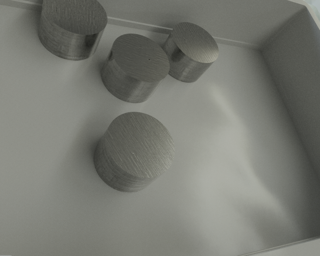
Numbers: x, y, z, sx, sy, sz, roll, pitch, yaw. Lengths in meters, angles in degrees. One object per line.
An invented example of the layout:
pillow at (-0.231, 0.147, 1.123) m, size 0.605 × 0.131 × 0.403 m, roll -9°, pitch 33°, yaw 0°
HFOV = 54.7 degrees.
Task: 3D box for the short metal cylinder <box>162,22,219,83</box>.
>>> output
short metal cylinder at (0.045, -0.119, 0.488) m, size 0.081 × 0.050 × 0.080 m, roll 14°, pitch 56°, yaw -21°

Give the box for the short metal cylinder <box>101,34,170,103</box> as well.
short metal cylinder at (-0.034, -0.081, 0.422) m, size 0.081 × 0.050 × 0.080 m, roll 14°, pitch 56°, yaw -21°

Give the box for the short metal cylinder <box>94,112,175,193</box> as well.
short metal cylinder at (-0.030, 0.028, 0.357) m, size 0.081 × 0.050 × 0.080 m, roll 14°, pitch 56°, yaw -21°

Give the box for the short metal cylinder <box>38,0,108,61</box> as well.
short metal cylinder at (-0.116, -0.137, 0.412) m, size 0.081 × 0.050 × 0.080 m, roll 14°, pitch 56°, yaw -21°
